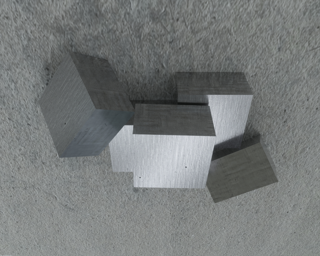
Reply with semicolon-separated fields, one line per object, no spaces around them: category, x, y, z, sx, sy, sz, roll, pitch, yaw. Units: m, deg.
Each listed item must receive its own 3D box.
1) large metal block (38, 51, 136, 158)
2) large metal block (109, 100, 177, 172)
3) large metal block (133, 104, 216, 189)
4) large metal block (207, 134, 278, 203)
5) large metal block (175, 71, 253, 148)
large metal block;-0.084;-0.024;0.342;0.050;0.080;0.080;2;140;-48
large metal block;-0.021;0.011;0.399;0.081;0.050;0.079;0;130;-1
large metal block;0.012;0.021;0.342;0.081;0.050;0.079;2;130;-2
large metal block;0.104;0.051;0.409;0.080;0.080;0.050;-25;88;19
large metal block;0.059;-0.021;0.376;0.081;0.050;0.079;0;130;-1
